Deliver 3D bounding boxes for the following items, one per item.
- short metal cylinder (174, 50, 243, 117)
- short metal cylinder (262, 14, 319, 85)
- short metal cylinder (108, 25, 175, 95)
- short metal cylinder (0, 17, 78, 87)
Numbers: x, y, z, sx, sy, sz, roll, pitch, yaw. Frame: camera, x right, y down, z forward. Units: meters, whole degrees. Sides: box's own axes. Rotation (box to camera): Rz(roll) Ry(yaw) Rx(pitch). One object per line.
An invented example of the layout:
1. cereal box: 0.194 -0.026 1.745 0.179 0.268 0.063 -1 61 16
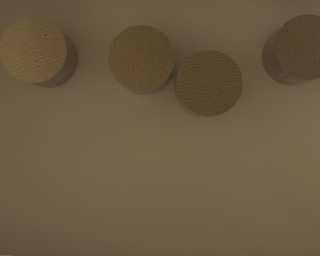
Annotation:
1. short metal cylinder: 0.060 -0.054 0.399 0.081 0.050 0.080 0 90 0
2. short metal cylinder: 0.180 -0.098 0.400 0.081 0.050 0.080 0 90 0
3. short metal cylinder: -0.022 -0.085 0.398 0.081 0.050 0.080 0 90 0
4. short metal cylinder: -0.153 -0.094 0.398 0.081 0.050 0.080 0 90 0
